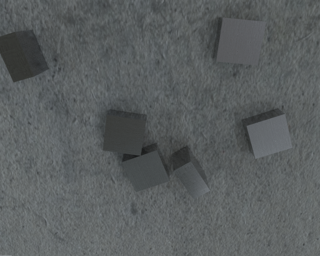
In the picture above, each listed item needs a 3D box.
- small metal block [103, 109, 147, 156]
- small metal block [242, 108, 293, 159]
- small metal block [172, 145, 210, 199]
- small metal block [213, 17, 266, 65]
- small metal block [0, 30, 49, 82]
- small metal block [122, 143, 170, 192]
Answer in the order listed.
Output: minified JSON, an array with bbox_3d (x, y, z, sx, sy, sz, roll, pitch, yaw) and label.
[{"bbox_3d":[-0.046,0.006,0.411,0.050,0.025,0.050,8,110,-4],"label":"small metal block"},{"bbox_3d":[0.143,0.007,0.415,0.050,0.025,0.050,-18,109,6],"label":"small metal block"},{"bbox_3d":[0.041,0.059,0.419,0.025,0.050,0.050,-30,108,10],"label":"small metal block"},{"bbox_3d":[0.094,-0.105,0.373,0.050,0.025,0.050,5,110,-2],"label":"small metal block"},{"bbox_3d":[-0.160,-0.086,0.363,0.025,0.050,0.050,-15,110,5],"label":"small metal block"},{"bbox_3d":[-0.019,0.055,0.430,0.050,0.025,0.050,-20,110,6],"label":"small metal block"}]
